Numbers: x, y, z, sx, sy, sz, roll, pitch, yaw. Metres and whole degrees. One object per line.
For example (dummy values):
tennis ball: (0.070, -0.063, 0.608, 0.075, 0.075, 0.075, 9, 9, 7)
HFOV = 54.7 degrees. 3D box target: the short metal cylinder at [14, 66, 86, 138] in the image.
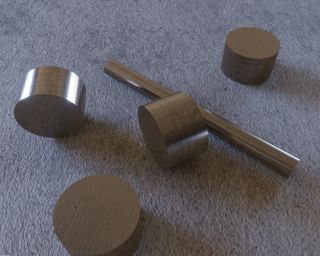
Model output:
short metal cylinder: (-0.137, -0.031, 0.393, 0.081, 0.080, 0.050, -4, 50, -3)

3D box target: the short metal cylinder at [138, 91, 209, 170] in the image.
short metal cylinder: (0.014, 0.003, 0.366, 0.050, 0.080, 0.080, -22, 54, -17)

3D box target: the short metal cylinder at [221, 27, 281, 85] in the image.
short metal cylinder: (0.139, -0.113, 0.483, 0.081, 0.050, 0.080, 0, 50, 0)

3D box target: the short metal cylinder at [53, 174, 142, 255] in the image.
short metal cylinder: (-0.059, 0.093, 0.308, 0.081, 0.050, 0.080, 0, 50, 0)

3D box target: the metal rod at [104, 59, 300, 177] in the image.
metal rod: (0.040, -0.024, 0.423, 0.300, 0.025, 0.025, 31, 57, 23)
